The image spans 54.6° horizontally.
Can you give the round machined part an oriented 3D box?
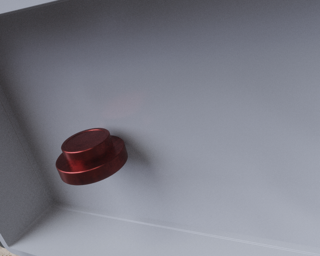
[{"bbox_3d":[-0.098,0.034,0.435,0.098,0.098,0.042,1,119,28],"label":"round machined part"}]
